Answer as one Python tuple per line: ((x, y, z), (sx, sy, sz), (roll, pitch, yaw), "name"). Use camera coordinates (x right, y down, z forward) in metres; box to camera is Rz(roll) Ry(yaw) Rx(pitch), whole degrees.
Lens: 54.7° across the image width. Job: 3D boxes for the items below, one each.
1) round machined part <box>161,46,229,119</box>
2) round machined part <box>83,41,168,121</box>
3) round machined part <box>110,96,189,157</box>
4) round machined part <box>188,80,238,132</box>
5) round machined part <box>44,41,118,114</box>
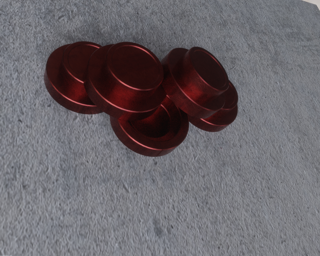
((0.049, -0.064, 0.395), (0.099, 0.042, 0.098), (25, 46, -29), "round machined part")
((-0.035, -0.061, 0.359), (0.099, 0.042, 0.098), (14, 56, -21), "round machined part")
((-0.016, -0.008, 0.392), (0.099, 0.042, 0.098), (14, 56, -21), "round machined part")
((0.077, -0.046, 0.466), (0.099, 0.042, 0.098), (14, 56, -21), "round machined part")
((-0.091, -0.069, 0.388), (0.099, 0.042, 0.098), (14, 56, -21), "round machined part")
